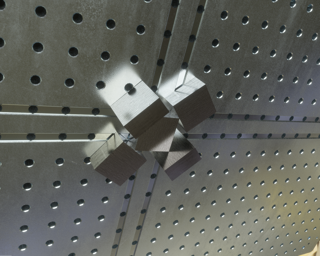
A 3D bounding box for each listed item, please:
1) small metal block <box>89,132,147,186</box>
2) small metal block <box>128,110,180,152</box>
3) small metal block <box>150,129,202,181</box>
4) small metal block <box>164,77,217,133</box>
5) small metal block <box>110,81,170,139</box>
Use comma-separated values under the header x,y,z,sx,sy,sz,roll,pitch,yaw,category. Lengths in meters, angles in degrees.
x,y,z,sx,sy,sz,roll,pitch,yaw,category
-0.054,0.041,0.406,0.050,0.025,0.050,-44,130,2,small metal block
-0.008,0.003,0.407,0.050,0.025,0.050,4,115,-29,small metal block
0.021,0.037,0.428,0.050,0.050,0.025,-36,129,-4,small metal block
0.042,-0.031,0.414,0.050,0.025,0.050,-34,129,-5,small metal block
-0.025,-0.022,0.367,0.050,0.050,0.025,-39,130,-1,small metal block
